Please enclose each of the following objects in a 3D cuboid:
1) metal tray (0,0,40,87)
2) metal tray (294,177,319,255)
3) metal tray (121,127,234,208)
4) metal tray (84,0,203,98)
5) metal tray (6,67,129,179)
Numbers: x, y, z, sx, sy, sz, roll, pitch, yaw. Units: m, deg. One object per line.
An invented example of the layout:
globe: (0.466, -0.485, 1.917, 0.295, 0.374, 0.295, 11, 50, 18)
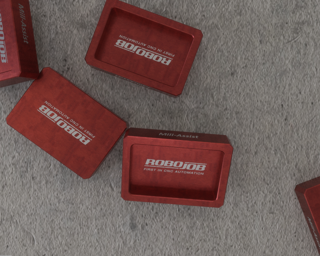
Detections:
metal tray: (-0.205, -0.119, 0.389, 0.090, 0.030, 0.129, -8, 90, 23)
metal tray: (0.247, 0.124, 0.409, 0.090, 0.030, 0.129, -21, 90, 0)
metal tray: (0.019, 0.051, 0.392, 0.131, 0.030, 0.089, 5, 111, 0)
metal tray: (-0.020, -0.103, 0.406, 0.131, 0.030, 0.090, 20, 90, 0)
metal tray: (-0.119, -0.006, 0.406, 0.130, 0.030, 0.090, 36, 90, 0)
